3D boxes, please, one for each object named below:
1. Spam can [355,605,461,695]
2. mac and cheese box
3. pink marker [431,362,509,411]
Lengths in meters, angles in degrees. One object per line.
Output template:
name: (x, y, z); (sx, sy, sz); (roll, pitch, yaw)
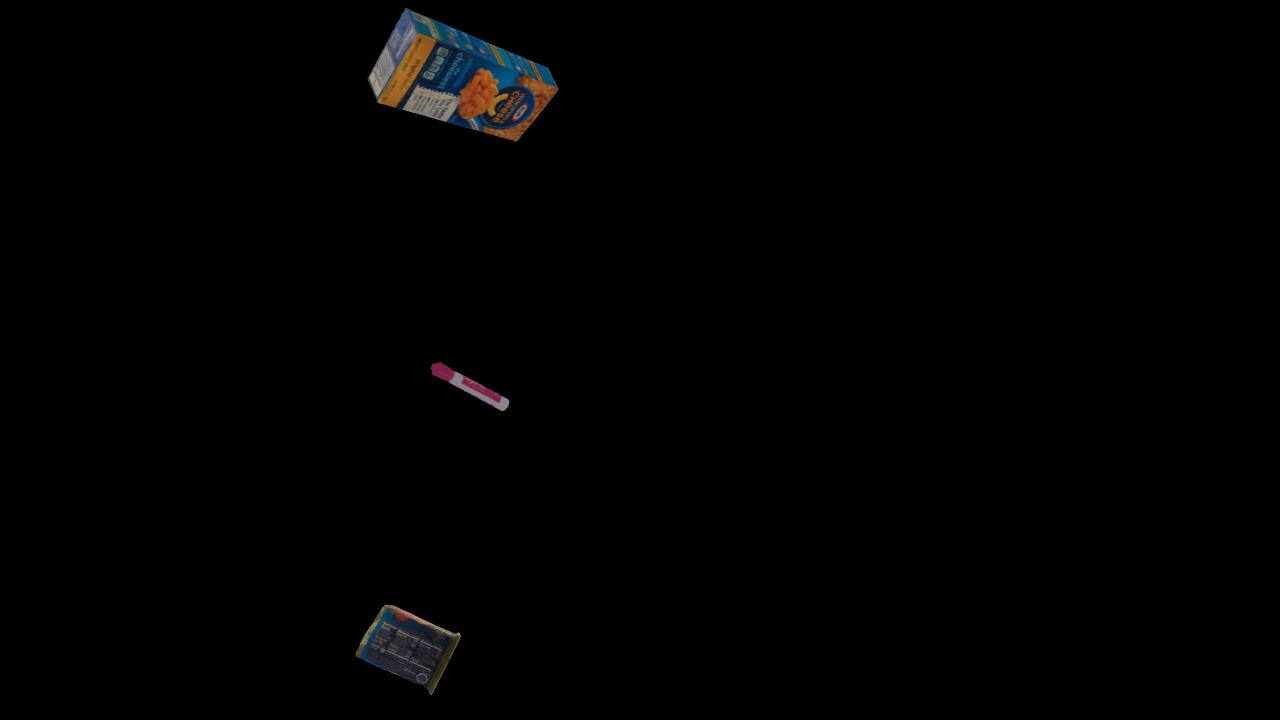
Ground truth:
Spam can: (-0.239, 0.298, 0.640); (0.085, 0.058, 0.101); (27, -27, -4)
mac and cheese box: (-0.186, -0.300, 0.669); (0.093, 0.041, 0.184); (-38, -19, 34)
pink marker: (-0.225, 0.036, 0.817); (0.020, 0.020, 0.121); (0, -27, 44)
